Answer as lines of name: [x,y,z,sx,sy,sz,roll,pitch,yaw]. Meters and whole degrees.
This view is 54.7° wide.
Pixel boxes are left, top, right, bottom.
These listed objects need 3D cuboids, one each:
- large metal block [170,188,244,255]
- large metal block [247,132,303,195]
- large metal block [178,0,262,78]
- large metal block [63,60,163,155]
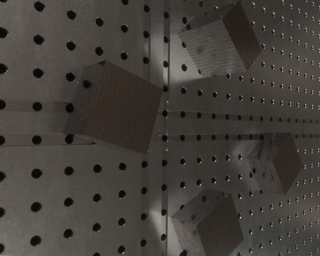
large metal block: [0.071,0.148,0.456,0.081,0.050,0.080,-29,109,-36]
large metal block: [0.216,0.064,0.578,0.080,0.050,0.080,-43,116,-32]
large metal block: [0.087,-0.124,0.448,0.050,0.080,0.080,-51,120,-28]
large metal block: [-0.051,-0.020,0.352,0.080,0.050,0.080,22,76,-38]
